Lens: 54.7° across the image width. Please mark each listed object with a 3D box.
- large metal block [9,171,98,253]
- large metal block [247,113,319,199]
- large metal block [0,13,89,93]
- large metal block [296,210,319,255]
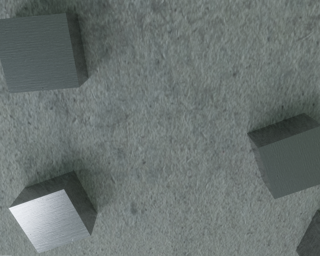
[{"bbox_3d":[-0.147,0.118,0.438,0.080,0.050,0.080,-20,109,7],"label":"large metal block"},{"bbox_3d":[0.173,0.037,0.413,0.080,0.050,0.080,-21,109,7],"label":"large metal block"},{"bbox_3d":[-0.135,-0.089,0.362,0.080,0.050,0.079,-5,110,1],"label":"large metal block"},{"bbox_3d":[0.269,0.179,0.467,0.081,0.050,0.079,14,109,-6],"label":"large metal block"}]
